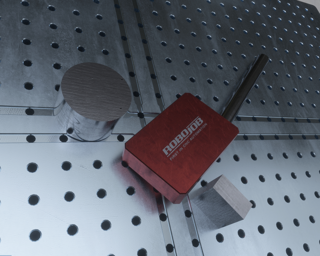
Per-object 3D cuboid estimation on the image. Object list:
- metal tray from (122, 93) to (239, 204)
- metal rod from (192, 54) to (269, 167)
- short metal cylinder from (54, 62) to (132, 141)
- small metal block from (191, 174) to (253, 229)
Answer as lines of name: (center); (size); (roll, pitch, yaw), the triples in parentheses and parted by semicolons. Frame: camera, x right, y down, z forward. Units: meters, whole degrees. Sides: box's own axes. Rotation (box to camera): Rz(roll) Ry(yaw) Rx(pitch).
metal tray: (0.029, 0.019, 0.390); (0.090, 0.030, 0.131); (38, 55, 14)
metal rod: (0.123, -0.042, 0.502); (0.025, 0.025, 0.301); (41, 51, -1)
short metal cylinder: (-0.080, -0.031, 0.368); (0.081, 0.050, 0.080); (14, 56, -21)
small metal block: (0.074, 0.091, 0.379); (0.050, 0.050, 0.025); (46, 51, 3)
